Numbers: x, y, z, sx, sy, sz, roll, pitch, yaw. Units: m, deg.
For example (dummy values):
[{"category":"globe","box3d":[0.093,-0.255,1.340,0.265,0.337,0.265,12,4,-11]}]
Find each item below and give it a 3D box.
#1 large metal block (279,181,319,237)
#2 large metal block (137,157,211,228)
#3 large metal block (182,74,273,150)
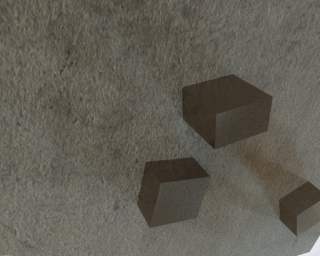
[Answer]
[{"category":"large metal block","box3d":[0.310,0.176,0.673,0.080,0.050,0.080,-28,128,-11]},{"category":"large metal block","box3d":[0.018,0.094,0.461,0.081,0.050,0.079,-2,120,-28]},{"category":"large metal block","box3d":[0.084,-0.025,0.404,0.081,0.080,0.050,-17,126,-19]}]
